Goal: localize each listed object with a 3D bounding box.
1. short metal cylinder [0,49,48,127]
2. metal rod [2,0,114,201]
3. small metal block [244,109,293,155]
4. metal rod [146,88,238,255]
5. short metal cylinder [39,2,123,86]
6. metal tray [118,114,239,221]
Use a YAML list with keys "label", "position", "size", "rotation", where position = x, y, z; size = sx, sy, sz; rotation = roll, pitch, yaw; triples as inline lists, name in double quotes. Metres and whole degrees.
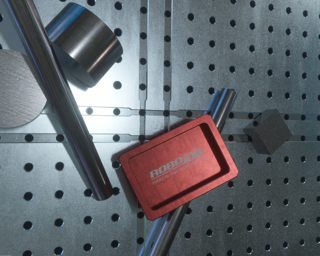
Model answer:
- label: "short metal cylinder"
  position: [-0.165, -0.040, 0.338]
  size: [0.081, 0.050, 0.079]
  rotation: [0, 90, -20]
- label: "metal rod"
  position: [-0.108, -0.044, 0.321]
  size: [0.025, 0.025, 0.298]
  rotation: [-26, 119, -18]
- label: "small metal block"
  position: [0.167, 0.006, 0.476]
  size: [0.050, 0.025, 0.050]
  rotation: [-38, 103, -16]
- label: "metal rod"
  position: [0.038, 0.081, 0.427]
  size: [0.025, 0.025, 0.299]
  rotation: [29, 80, -18]
- label: "short metal cylinder"
  position: [-0.089, -0.092, 0.351]
  size: [0.080, 0.080, 0.050]
  rotation: [41, 77, -16]
- label: "metal tray"
  position: [0.023, 0.049, 0.400]
  size: [0.131, 0.030, 0.090]
  rotation: [-26, 88, -10]
